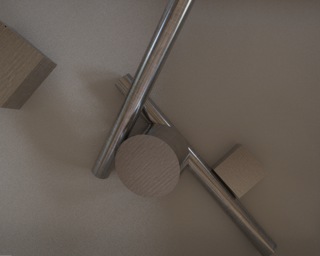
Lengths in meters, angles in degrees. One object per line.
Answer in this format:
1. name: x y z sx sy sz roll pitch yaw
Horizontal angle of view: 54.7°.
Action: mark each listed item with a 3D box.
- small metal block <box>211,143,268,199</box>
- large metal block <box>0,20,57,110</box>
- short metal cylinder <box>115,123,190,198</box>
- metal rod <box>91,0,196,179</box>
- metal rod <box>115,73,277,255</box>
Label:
1. small metal block: 0.105 0.056 0.413 0.050 0.025 0.050 -41 91 0
2. large metal block: -0.196 -0.081 0.396 0.080 0.050 0.080 40 90 -1
3. short metal cylinder: -0.008 0.039 0.385 0.080 0.050 0.079 5 107 16
4. metal rod: -0.015 -0.061 0.352 0.025 0.025 0.298 28 114 -1
5. metal rod: 0.048 0.049 0.412 0.025 0.025 0.300 -41 91 0
